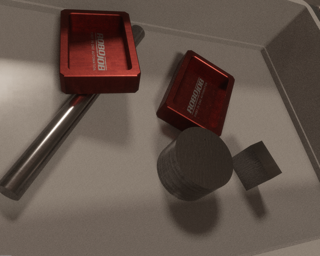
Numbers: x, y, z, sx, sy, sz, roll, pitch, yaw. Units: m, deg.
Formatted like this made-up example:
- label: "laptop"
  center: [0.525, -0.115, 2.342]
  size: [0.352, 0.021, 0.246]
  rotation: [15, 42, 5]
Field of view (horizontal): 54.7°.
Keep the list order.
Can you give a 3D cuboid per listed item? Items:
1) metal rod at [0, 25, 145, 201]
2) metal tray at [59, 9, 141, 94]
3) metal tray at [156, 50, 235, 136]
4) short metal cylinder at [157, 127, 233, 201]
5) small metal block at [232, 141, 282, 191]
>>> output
- label: "metal rod"
  center: [-0.089, -0.043, 0.384]
  size: [0.025, 0.025, 0.301]
  rotation: [33, 51, -7]
- label: "metal tray"
  center: [-0.079, -0.101, 0.395]
  size: [0.091, 0.030, 0.130]
  rotation: [-3, 53, -13]
- label: "metal tray"
  center: [0.058, -0.049, 0.465]
  size: [0.090, 0.030, 0.130]
  rotation: [30, 52, -9]
- label: "short metal cylinder"
  center: [0.043, 0.045, 0.387]
  size: [0.081, 0.050, 0.080]
  rotation: [14, 56, -21]
- label: "small metal block"
  center: [0.131, 0.053, 0.430]
  size: [0.025, 0.050, 0.050]
  rotation: [-17, 71, -35]
